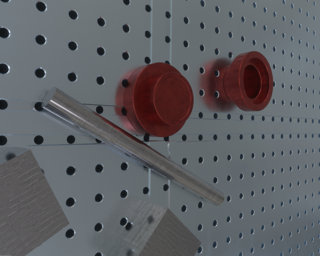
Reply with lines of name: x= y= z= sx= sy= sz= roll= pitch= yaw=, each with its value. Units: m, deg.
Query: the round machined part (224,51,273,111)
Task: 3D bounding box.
round machined part: x=0.145 y=-0.076 z=0.519 sx=0.099 sy=0.042 sz=0.097 roll=0 pitch=90 yaw=-40

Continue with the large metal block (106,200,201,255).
large metal block: x=-0.005 y=0.152 z=0.389 sx=0.080 sy=0.050 sz=0.080 roll=52 pitch=60 yaw=-28

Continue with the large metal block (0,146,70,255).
large metal block: x=-0.142 y=0.071 z=0.274 sx=0.081 sy=0.050 sz=0.080 roll=-33 pitch=111 yaw=-35

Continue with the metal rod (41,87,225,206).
metal rod: x=-0.011 y=0.039 z=0.399 sx=0.301 sy=0.025 sz=0.025 roll=35 pitch=69 yaw=-35

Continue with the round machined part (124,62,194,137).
round machined part: x=0.006 y=-0.037 z=0.403 sx=0.099 sy=0.042 sz=0.097 roll=0 pitch=90 yaw=-40
